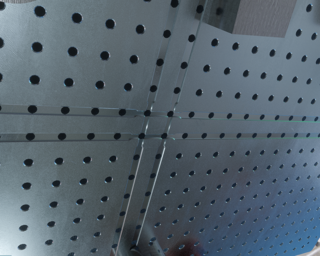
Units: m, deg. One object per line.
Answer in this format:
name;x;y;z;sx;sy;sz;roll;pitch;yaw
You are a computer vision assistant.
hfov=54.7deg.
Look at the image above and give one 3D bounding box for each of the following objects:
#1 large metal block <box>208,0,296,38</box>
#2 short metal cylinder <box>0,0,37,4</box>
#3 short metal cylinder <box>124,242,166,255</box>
large metal block;0.111;-0.153;0.361;0.081;0.050;0.079;-5;121;-26
short metal cylinder;-0.119;-0.143;0.241;0.081;0.050;0.079;-14;124;-21
short metal cylinder;-0.022;0.246;0.535;0.081;0.050;0.079;-14;124;-21
